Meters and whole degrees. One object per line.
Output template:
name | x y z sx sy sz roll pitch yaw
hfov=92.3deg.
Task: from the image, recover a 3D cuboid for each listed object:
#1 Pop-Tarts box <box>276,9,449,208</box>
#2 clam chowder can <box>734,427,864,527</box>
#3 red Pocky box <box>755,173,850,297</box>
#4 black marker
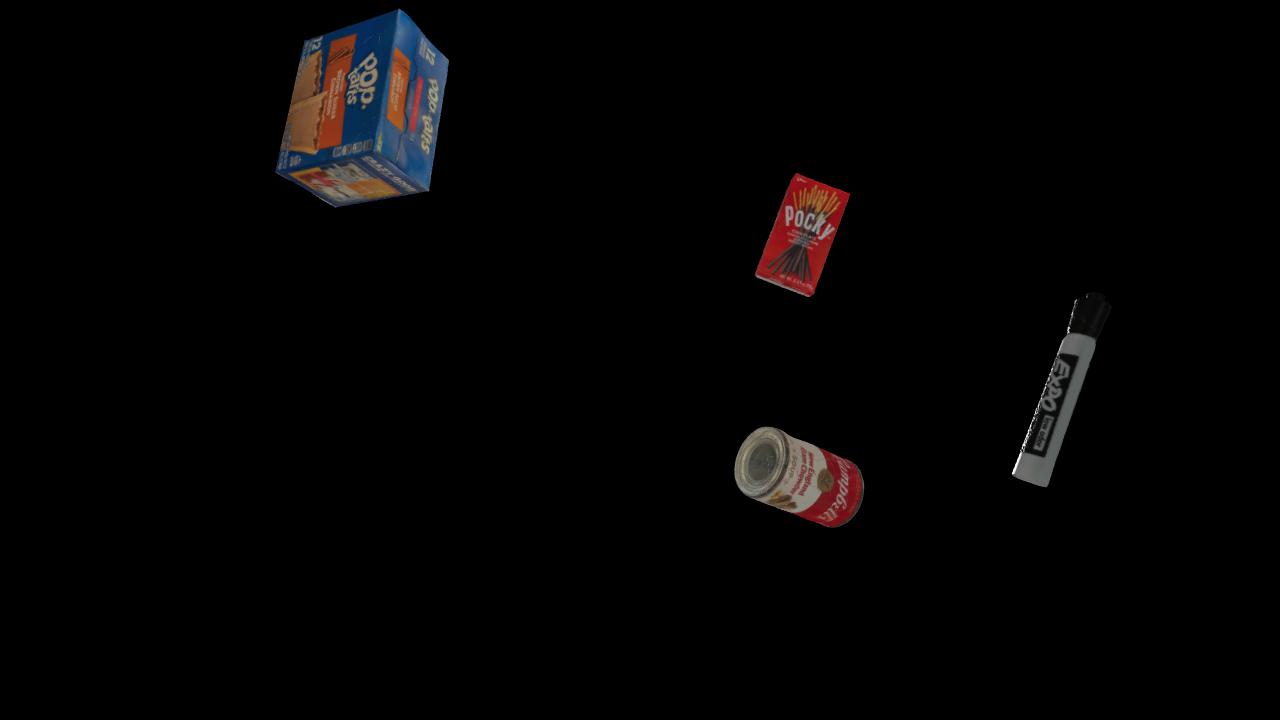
Pop-Tarts box | -0.299 -0.268 0.670 0.141 0.167 0.083 -2 -14 23
clam chowder can | 0.146 0.108 0.567 0.102 0.068 0.068 25 -11 -25
red Pocky box | 0.221 -0.171 0.840 0.083 0.155 0.028 21 -9 4
black marker | 0.254 0.016 0.369 0.020 0.121 0.020 22 -3 1
